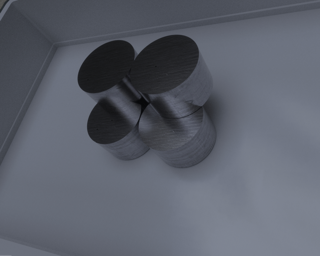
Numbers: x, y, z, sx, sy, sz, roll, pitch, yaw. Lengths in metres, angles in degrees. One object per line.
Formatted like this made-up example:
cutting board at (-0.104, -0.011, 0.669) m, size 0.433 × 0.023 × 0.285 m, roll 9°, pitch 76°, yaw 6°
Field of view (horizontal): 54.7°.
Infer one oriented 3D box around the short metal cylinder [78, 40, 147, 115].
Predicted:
short metal cylinder at (-0.055, -0.063, 0.391) m, size 0.080 × 0.050 × 0.080 m, roll -13°, pitch 56°, yaw 21°

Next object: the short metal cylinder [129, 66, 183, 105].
short metal cylinder at (0.006, -0.062, 0.423) m, size 0.080 × 0.050 × 0.080 m, roll -13°, pitch 56°, yaw 21°

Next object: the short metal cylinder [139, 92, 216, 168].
short metal cylinder at (0.022, 0.002, 0.375) m, size 0.080 × 0.050 × 0.080 m, roll -13°, pitch 56°, yaw 21°

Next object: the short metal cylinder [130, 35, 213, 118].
short metal cylinder at (0.014, -0.058, 0.350) m, size 0.080 × 0.050 × 0.080 m, roll -13°, pitch 56°, yaw 21°

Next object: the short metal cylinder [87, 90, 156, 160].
short metal cylinder at (-0.049, -0.004, 0.416) m, size 0.080 × 0.050 × 0.080 m, roll -13°, pitch 56°, yaw 21°
